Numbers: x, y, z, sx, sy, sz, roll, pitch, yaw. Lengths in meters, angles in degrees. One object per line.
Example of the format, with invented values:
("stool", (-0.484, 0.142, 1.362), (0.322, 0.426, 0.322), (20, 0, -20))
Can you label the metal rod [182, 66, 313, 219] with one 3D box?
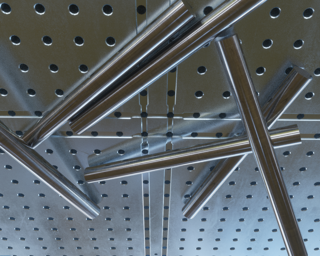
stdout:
("metal rod", (0.107, 0.041, 0.446), (0.025, 0.025, 0.298), (18, 128, -15))

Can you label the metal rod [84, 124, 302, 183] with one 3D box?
("metal rod", (0.031, 0.040, 0.425), (0.300, 0.025, 0.025), (-13, 129, 18))

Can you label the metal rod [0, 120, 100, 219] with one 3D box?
("metal rod", (-0.166, 0.054, 0.427), (0.025, 0.025, 0.300), (-16, 137, 13))

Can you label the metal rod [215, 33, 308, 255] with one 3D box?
("metal rod", (0.127, 0.036, 0.371), (0.025, 0.025, 0.299), (-19, 107, 15))

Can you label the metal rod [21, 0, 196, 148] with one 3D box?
("metal rod", (-0.085, -0.045, 0.372), (0.299, 0.025, 0.025), (-34, 123, 25))

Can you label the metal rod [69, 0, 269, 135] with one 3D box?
("metal rod", (0.006, -0.075, 0.347), (0.299, 0.025, 0.025), (-32, 123, 24))
